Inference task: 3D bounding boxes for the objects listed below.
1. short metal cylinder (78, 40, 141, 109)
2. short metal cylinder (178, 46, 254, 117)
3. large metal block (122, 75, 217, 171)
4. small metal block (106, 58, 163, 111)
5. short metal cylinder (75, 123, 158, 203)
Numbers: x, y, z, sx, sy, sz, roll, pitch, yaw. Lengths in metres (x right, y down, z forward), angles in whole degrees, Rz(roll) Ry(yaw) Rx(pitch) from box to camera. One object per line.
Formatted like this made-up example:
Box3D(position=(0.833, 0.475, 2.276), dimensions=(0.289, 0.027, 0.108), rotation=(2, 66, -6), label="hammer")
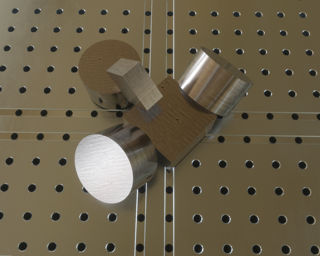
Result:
Box3D(position=(-0.064, -0.072, 0.421), dimensions=(0.081, 0.050, 0.080), rotation=(0, 70, 0), label="short metal cylinder")
Box3D(position=(0.070, -0.059, 0.393), dimensions=(0.080, 0.080, 0.050), rotation=(41, 114, 13), label="short metal cylinder")
Box3D(position=(0.012, -0.005, 0.394), dimensions=(0.080, 0.050, 0.080), rotation=(43, 75, 14), label="large metal block")
Box3D(position=(-0.030, -0.052, 0.361), dimensions=(0.025, 0.050, 0.050), rotation=(-43, 32, -12), label="small metal block")
Box3D(position=(-0.050, 0.039, 0.358), dimensions=(0.080, 0.050, 0.079), rotation=(9, 108, 28), label="short metal cylinder")
